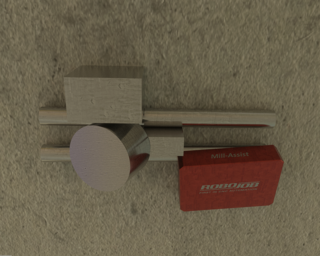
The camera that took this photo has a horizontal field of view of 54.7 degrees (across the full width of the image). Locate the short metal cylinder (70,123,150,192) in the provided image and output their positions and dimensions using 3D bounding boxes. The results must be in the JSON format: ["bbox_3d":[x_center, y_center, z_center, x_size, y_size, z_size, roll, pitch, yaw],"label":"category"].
[{"bbox_3d":[-0.059,0.028,0.369,0.080,0.050,0.079,8,110,22],"label":"short metal cylinder"}]

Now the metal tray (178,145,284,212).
[{"bbox_3d":[0.091,0.070,0.420,0.131,0.030,0.089,-4,128,-1],"label":"metal tray"}]

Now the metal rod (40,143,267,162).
[{"bbox_3d":[-0.007,0.034,0.424,0.302,0.025,0.025,0,110,-1],"label":"metal rod"}]

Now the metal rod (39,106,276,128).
[{"bbox_3d":[-0.002,-0.014,0.406,0.302,0.025,0.025,1,110,-1],"label":"metal rod"}]

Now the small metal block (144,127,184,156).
[{"bbox_3d":[0.004,0.014,0.402,0.050,0.050,0.025,1,110,-1],"label":"small metal block"}]

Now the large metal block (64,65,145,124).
[{"bbox_3d":[-0.060,-0.042,0.366,0.081,0.080,0.050,1,110,-1],"label":"large metal block"}]
